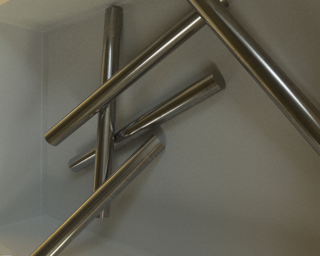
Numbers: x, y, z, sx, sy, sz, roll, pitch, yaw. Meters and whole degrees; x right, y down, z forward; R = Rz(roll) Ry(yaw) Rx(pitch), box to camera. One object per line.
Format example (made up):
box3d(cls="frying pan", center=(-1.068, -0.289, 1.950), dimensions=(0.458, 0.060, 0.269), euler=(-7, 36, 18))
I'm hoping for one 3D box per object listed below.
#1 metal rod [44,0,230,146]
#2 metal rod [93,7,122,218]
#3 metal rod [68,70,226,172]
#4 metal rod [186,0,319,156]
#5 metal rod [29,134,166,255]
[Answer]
box3d(cls="metal rod", center=(-0.043, -0.066, 0.400), dimensions=(0.300, 0.025, 0.025), euler=(-36, 68, 20))
box3d(cls="metal rod", center=(-0.075, -0.027, 0.442), dimensions=(0.025, 0.025, 0.298), euler=(-5, 79, 40))
box3d(cls="metal rod", center=(-0.039, 0.004, 0.438), dimensions=(0.299, 0.025, 0.025), euler=(-29, 72, 36))
box3d(cls="metal rod", center=(0.102, -0.055, 0.301), dimensions=(0.025, 0.025, 0.299), euler=(-45, 70, 31))
box3d(cls="metal rod", center=(-0.107, 0.122, 0.393), dimensions=(0.300, 0.025, 0.025), euler=(-45, 57, -7))
